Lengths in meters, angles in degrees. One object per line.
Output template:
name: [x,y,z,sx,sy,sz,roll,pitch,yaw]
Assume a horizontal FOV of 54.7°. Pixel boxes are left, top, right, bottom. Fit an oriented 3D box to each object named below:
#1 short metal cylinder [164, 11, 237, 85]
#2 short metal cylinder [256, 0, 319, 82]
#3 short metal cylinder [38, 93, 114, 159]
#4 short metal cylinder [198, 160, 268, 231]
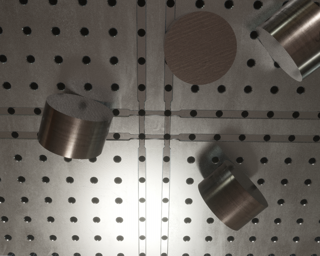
short metal cylinder: [0.045,-0.095,0.365,0.081,0.050,0.079,0,110,-1]
short metal cylinder: [0.155,-0.099,0.350,0.050,0.080,0.080,-39,106,13]
short metal cylinder: [-0.103,-0.004,0.381,0.080,0.080,0.050,18,109,-7]
short metal cylinder: [0.098,0.090,0.419,0.080,0.080,0.050,41,105,-14]
